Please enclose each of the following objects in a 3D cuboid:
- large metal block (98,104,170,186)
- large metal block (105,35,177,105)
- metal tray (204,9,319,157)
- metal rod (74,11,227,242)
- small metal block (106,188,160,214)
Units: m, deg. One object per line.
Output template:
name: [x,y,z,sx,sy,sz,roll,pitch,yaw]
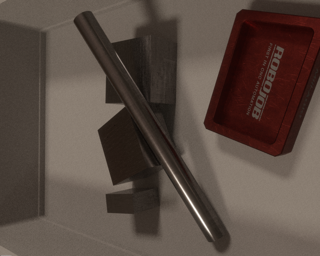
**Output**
large metal block: [-0.032,0.022,0.406,0.080,0.050,0.080,-34,69,45]
large metal block: [-0.025,-0.072,0.409,0.080,0.050,0.079,2,91,39]
metal tray: [0.105,-0.047,0.315,0.090,0.030,0.129,24,105,37]
metal rod: [-0.013,-0.004,0.361,0.025,0.025,0.299,-34,86,35]
small metal block: [-0.037,0.098,0.419,0.050,0.050,0.025,-11,84,39]
